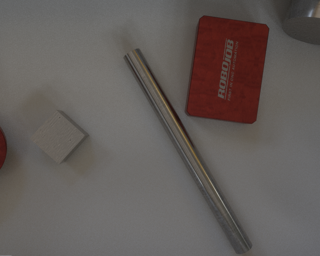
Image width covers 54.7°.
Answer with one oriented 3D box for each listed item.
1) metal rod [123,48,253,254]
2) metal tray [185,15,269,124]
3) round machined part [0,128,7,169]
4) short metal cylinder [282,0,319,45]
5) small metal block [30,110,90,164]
[{"bbox_3d":[0.037,0.031,0.411,0.025,0.025,0.299,-30,90,0],"label":"metal rod"},{"bbox_3d":[0.087,-0.075,0.410,0.091,0.030,0.129,8,90,-1],"label":"metal tray"},{"bbox_3d":[-0.247,0.024,0.388,0.099,0.042,0.097,-3,98,-24],"label":"round machined part"},{"bbox_3d":[0.201,-0.143,0.387,0.080,0.080,0.050,19,90,-1],"label":"short metal cylinder"},{"bbox_3d":[-0.132,0.011,0.410,0.050,0.025,0.050,42,90,-1],"label":"small metal block"}]
